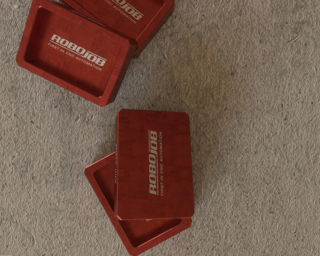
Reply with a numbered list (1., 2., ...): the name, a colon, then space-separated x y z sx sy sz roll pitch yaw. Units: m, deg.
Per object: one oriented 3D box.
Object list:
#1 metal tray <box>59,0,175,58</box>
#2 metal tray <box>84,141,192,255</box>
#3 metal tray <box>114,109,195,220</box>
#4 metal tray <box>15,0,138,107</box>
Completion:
1. metal tray: -0.057 -0.166 0.406 0.130 0.030 0.090 38 90 0
2. metal tray: -0.028 0.088 0.407 0.090 0.030 0.130 -29 90 0
3. metal tray: -0.008 0.044 0.380 0.091 0.030 0.129 3 74 -14
4. metal tray: -0.105 -0.095 0.388 0.130 0.030 0.089 27 108 3
